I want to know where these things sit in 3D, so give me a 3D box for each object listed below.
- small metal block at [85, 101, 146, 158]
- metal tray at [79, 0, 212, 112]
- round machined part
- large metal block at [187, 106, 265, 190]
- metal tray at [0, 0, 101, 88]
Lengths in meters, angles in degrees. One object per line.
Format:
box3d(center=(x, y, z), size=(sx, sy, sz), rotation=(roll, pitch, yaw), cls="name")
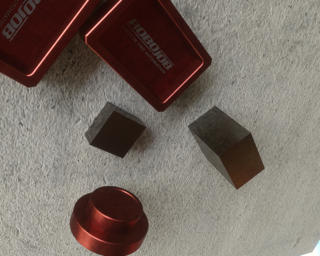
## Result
box3d(center=(-0.054, 0.003, 0.379), size=(0.050, 0.025, 0.050), rotation=(29, 102, -38), cls="small metal block")
box3d(center=(-0.010, -0.088, 0.342), size=(0.090, 0.030, 0.130), rotation=(-45, 129, 3), cls="metal tray")
box3d(center=(-0.060, 0.111, 0.395), size=(0.099, 0.098, 0.042), rotation=(8, 114, -32), cls="round machined part")
box3d(center=(0.093, 0.027, 0.439), size=(0.050, 0.080, 0.080), rotation=(-37, 129, -4), cls="large metal block")
box3d(center=(-0.116, -0.111, 0.271), size=(0.090, 0.030, 0.130), rotation=(34, 99, -39), cls="metal tray")
